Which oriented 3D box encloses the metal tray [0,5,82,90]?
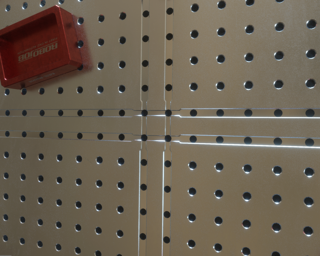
[{"bbox_3d":[-0.190,-0.120,0.474,0.130,0.030,0.090,-14,85,19],"label":"metal tray"}]
